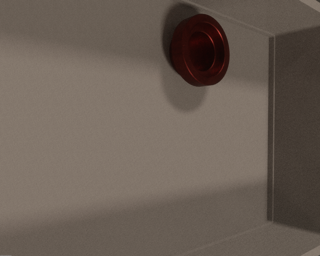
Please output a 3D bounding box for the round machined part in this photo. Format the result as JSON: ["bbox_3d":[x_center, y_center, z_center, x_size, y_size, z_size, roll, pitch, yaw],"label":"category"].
[{"bbox_3d":[0.052,-0.107,0.441,0.099,0.042,0.097,0,90,-40],"label":"round machined part"}]
